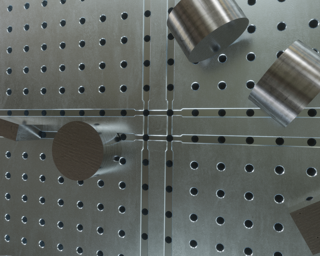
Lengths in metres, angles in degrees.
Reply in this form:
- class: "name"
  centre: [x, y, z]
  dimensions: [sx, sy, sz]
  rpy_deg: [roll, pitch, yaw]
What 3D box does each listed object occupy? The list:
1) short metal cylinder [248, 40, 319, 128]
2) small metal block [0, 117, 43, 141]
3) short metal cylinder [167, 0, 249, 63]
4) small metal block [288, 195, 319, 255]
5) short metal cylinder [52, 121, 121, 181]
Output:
- class: "short metal cylinder"
  centre: [0.142, -0.047, 0.333]
  dimensions: [0.050, 0.080, 0.080]
  rpy_deg: [43, 103, 15]
- class: "small metal block"
  centre: [-0.219, 0.001, 0.477]
  dimensions: [0.050, 0.050, 0.025]
  rpy_deg: [15, 95, 19]
- class: "short metal cylinder"
  centre: [0.055, -0.121, 0.364]
  dimensions: [0.080, 0.080, 0.050]
  rpy_deg: [-33, 80, 17]
- class: "small metal block"
  centre: [0.182, 0.106, 0.348]
  dimensions: [0.050, 0.025, 0.050]
  rpy_deg: [-30, 80, 17]
- class: "short metal cylinder"
  centre: [-0.102, 0.030, 0.435]
  dimensions: [0.080, 0.050, 0.079]
  rpy_deg: [0, 90, 20]
